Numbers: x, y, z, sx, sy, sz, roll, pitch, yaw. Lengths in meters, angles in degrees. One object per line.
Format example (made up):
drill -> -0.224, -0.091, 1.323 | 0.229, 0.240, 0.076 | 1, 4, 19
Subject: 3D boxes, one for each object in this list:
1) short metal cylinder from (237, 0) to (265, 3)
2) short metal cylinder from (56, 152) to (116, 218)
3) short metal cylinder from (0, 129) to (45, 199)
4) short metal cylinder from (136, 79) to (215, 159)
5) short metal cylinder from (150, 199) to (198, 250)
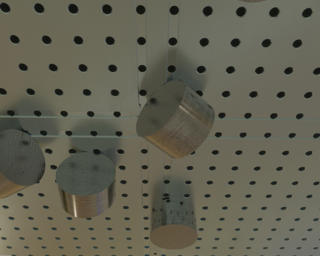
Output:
short metal cylinder -> 0.080, -0.156, 0.263 | 0.081, 0.050, 0.079 | 0, 130, 0
short metal cylinder -> -0.104, 0.080, 0.443 | 0.081, 0.080, 0.050 | 4, 130, -4
short metal cylinder -> -0.203, 0.048, 0.414 | 0.050, 0.080, 0.080 | -26, 126, 20
short metal cylinder -> 0.017, -0.011, 0.367 | 0.050, 0.080, 0.080 | 37, 121, -27
short metal cylinder -> 0.023, 0.168, 0.538 | 0.081, 0.050, 0.079 | 0, 130, 0
